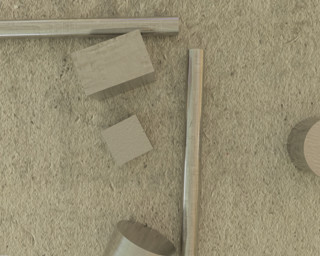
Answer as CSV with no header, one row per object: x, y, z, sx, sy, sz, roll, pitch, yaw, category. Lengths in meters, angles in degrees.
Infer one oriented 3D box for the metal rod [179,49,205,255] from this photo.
0.042,0.047,0.410,0.025,0.025,0.298,2,90,0,metal rod

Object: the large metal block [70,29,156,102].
-0.052,-0.073,0.382,0.080,0.080,0.050,-20,90,0,large metal block

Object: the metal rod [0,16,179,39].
-0.127,-0.132,0.408,0.302,0.025,0.025,-1,90,0,metal rod

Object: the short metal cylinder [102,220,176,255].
-0.027,0.157,0.382,0.080,0.080,0.050,25,90,0,short metal cylinder

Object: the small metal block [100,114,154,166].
-0.042,0.016,0.410,0.050,0.025,0.050,-27,90,0,small metal block

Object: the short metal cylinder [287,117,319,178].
0.214,0.025,0.399,0.081,0.050,0.080,0,90,0,short metal cylinder
